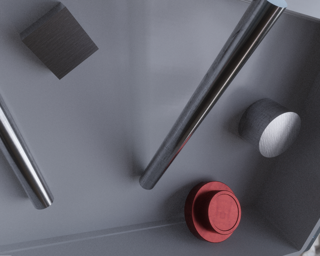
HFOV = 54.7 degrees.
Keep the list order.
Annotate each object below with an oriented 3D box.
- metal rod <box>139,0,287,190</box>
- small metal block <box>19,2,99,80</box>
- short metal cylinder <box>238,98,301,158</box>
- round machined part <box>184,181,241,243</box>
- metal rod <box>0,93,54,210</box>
[{"bbox_3d":[0.034,-0.011,0.345,0.025,0.025,0.298,-2,144,-28],"label":"metal rod"},{"bbox_3d":[-0.098,-0.085,0.303,0.050,0.025,0.050,-39,130,-2],"label":"small metal block"},{"bbox_3d":[0.172,0.000,0.489,0.081,0.050,0.079,-14,125,-21],"label":"short metal cylinder"},{"bbox_3d":[0.092,0.135,0.501,0.099,0.042,0.098,6,77,-29],"label":"round machined part"},{"bbox_3d":[-0.167,-0.027,0.300,0.025,0.025,0.298,-22,127,-16],"label":"metal rod"}]
